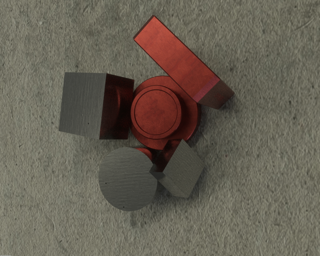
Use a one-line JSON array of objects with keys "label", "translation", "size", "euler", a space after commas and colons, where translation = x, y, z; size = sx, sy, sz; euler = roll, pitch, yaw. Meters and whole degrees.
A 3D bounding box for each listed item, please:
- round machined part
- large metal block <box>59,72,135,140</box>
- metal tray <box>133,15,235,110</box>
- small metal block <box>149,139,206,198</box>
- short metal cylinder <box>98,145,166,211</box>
[{"label": "round machined part", "translation": [0.001, -0.020, 0.401], "size": [0.098, 0.042, 0.097], "euler": [0, 90, 19]}, {"label": "large metal block", "translation": [-0.085, -0.030, 0.412], "size": [0.080, 0.050, 0.079], "euler": [9, 93, 36]}, {"label": "metal tray", "translation": [0.033, -0.065, 0.341], "size": [0.030, 0.130, 0.090], "euler": [-46, 76, 14]}, {"label": "small metal block", "translation": [0.022, 0.049, 0.377], "size": [0.025, 0.050, 0.050], "euler": [-8, 131, 50]}, {"label": "short metal cylinder", "translation": [-0.033, 0.063, 0.408], "size": [0.080, 0.050, 0.079], "euler": [0, 90, 19]}]
